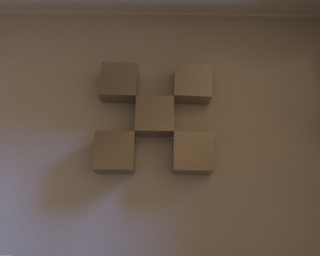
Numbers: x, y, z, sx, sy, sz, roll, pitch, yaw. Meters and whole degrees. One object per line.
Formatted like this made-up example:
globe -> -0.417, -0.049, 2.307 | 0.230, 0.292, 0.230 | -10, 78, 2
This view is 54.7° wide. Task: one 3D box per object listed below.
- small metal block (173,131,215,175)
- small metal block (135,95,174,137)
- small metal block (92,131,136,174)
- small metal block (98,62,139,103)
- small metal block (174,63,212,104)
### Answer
small metal block -> 0.042, 0.032, 0.396 | 0.050, 0.025, 0.050 | 1, 70, 0
small metal block -> -0.007, -0.016, 0.413 | 0.050, 0.025, 0.050 | 1, 70, 0
small metal block -> -0.057, 0.031, 0.396 | 0.050, 0.025, 0.050 | 1, 70, 0
small metal block -> -0.056, -0.063, 0.430 | 0.050, 0.025, 0.050 | 2, 70, 0
small metal block -> 0.045, -0.062, 0.430 | 0.050, 0.025, 0.050 | 2, 70, 1
